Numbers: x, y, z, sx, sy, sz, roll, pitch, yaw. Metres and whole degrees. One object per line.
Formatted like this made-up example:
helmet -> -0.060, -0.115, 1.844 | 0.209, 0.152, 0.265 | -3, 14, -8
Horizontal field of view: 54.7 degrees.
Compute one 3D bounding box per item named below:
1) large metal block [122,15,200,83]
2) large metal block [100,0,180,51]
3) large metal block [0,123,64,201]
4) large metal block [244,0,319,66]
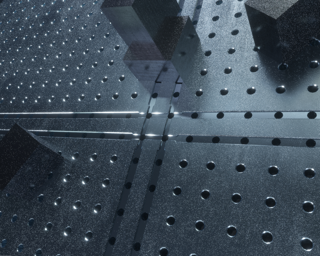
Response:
large metal block -> 0.003, -0.116, 0.460 | 0.080, 0.050, 0.080 | 8, 65, 31
large metal block -> -0.023, -0.162, 0.419 | 0.050, 0.080, 0.080 | 10, 67, 32
large metal block -> -0.208, 0.050, 0.468 | 0.080, 0.050, 0.080 | 28, 77, 37
large metal block -> 0.157, -0.137, 0.374 | 0.080, 0.080, 0.050 | -41, 51, 0
